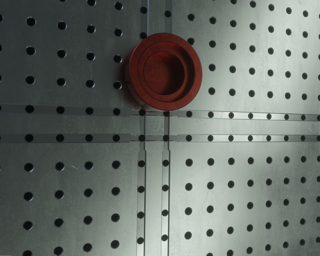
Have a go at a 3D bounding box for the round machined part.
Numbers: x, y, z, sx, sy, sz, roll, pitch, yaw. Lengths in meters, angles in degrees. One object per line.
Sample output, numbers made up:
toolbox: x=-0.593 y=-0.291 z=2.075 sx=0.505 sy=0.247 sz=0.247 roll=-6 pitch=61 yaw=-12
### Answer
round machined part: x=0.002 y=-0.070 z=0.405 sx=0.099 sy=0.042 sz=0.097 roll=0 pitch=90 yaw=-21
